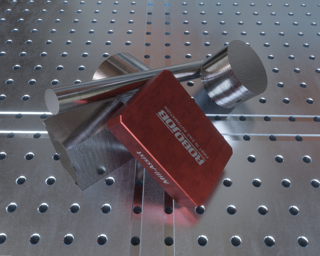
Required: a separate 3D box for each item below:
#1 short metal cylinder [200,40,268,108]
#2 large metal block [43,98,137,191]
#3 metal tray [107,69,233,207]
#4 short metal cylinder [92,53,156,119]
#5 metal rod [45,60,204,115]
[{"bbox_3d":[0.102,-0.073,0.429,0.081,0.050,0.080,17,60,-33],"label":"short metal cylinder"},{"bbox_3d":[-0.076,0.014,0.359,0.081,0.080,0.050,-33,58,-25],"label":"large metal block"},{"bbox_3d":[0.017,0.012,0.343,0.130,0.030,0.090,49,55,-15],"label":"metal tray"},{"bbox_3d":[-0.044,-0.053,0.416,0.080,0.080,0.050,-36,59,-27],"label":"short metal cylinder"},{"bbox_3d":[0.001,-0.064,0.392,0.025,0.025,0.302,39,39,27],"label":"metal rod"}]
